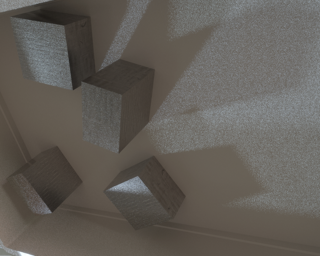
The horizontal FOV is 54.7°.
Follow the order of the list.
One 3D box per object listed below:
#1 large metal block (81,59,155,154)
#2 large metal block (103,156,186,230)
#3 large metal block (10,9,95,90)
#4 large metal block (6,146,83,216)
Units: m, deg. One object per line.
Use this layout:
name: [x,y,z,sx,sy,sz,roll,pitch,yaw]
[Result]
large metal block: [-0.050,-0.029,0.380,0.050,0.080,0.079,20,126,16]
large metal block: [-0.023,0.099,0.464,0.080,0.050,0.080,-29,103,37]
large metal block: [-0.134,-0.102,0.398,0.080,0.050,0.079,15,125,19]
large metal block: [-0.194,0.090,0.528,0.050,0.080,0.080,-20,108,35]
